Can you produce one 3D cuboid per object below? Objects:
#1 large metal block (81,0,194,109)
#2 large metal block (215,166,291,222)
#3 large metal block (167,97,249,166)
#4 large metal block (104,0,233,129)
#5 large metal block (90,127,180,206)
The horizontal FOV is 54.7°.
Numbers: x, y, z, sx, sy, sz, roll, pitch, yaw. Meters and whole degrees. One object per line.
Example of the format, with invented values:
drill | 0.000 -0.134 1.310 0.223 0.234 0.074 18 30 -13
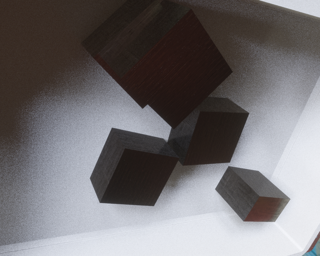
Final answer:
large metal block | -0.021 -0.082 0.330 0.080 0.050 0.080 -43 130 1
large metal block | 0.156 0.113 0.528 0.081 0.080 0.050 13 112 -34
large metal block | 0.064 0.003 0.429 0.081 0.050 0.079 0 118 -29
large metal block | 0.009 -0.059 0.296 0.080 0.050 0.080 -45 130 3
large metal block | -0.034 0.053 0.406 0.081 0.050 0.080 14 111 -34
